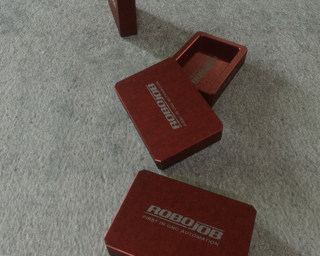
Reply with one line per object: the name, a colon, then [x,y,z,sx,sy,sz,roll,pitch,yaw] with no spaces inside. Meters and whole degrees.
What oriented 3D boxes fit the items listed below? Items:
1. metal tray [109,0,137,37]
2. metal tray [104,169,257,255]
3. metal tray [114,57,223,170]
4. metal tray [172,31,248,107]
metal tray: [-0.073,-0.239,0.560,0.030,0.089,0.130,-12,51,-10]
metal tray: [0.022,0.104,0.313,0.130,0.030,0.090,17,52,13]
metal tray: [0.009,-0.022,0.397,0.090,0.030,0.130,-27,62,-7]
metal tray: [0.068,-0.094,0.480,0.090,0.030,0.130,26,54,20]
